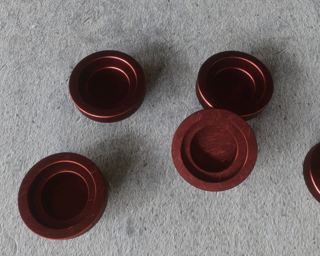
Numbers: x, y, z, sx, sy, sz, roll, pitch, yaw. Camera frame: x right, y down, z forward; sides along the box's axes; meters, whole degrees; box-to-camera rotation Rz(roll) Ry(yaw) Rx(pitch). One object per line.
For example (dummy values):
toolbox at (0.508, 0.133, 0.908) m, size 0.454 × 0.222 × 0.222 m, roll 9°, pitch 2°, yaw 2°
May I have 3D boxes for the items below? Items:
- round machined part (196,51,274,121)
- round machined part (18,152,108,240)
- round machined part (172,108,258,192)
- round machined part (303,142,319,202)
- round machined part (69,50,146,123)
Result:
round machined part at (0.097, -0.052, 0.417) m, size 0.099 × 0.042 × 0.098 m, roll 1°, pitch 68°, yaw -1°
round machined part at (-0.111, 0.081, 0.368) m, size 0.099 × 0.042 × 0.098 m, roll 0°, pitch 70°, yaw 0°
round machined part at (0.065, 0.025, 0.378) m, size 0.098 × 0.042 × 0.097 m, roll 0°, pitch 92°, yaw 8°
round machined part at (0.234, 0.054, 0.381) m, size 0.099 × 0.042 × 0.098 m, roll 0°, pitch 70°, yaw 0°
round machined part at (-0.068, -0.052, 0.417) m, size 0.099 × 0.042 × 0.098 m, roll 0°, pitch 70°, yaw 0°
